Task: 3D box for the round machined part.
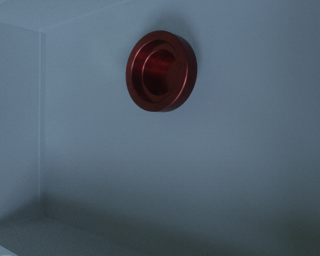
[{"bbox_3d":[0.006,-0.068,0.389,0.098,0.042,0.097,0,90,39],"label":"round machined part"}]
